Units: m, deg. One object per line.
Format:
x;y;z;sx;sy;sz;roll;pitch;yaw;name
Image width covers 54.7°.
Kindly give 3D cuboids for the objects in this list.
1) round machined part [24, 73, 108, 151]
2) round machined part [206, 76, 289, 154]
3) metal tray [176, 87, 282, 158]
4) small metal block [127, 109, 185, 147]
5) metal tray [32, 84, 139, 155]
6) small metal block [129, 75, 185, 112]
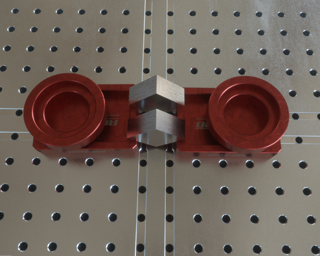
-0.116;-0.017;0.395;0.099;0.042;0.098;0;70;0;round machined part
0.108;-0.014;0.395;0.099;0.042;0.098;0;70;0;round machined part
0.087;-0.007;0.412;0.131;0.030;0.090;1;70;0;metal tray
-0.005;0.001;0.382;0.050;0.050;0.025;-18;63;41;small metal block
-0.095;-0.012;0.414;0.131;0.030;0.090;-1;72;-1;metal tray
-0.004;-0.040;0.398;0.050;0.050;0.025;-18;63;41;small metal block
